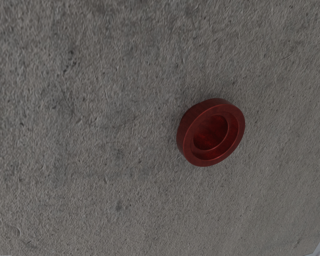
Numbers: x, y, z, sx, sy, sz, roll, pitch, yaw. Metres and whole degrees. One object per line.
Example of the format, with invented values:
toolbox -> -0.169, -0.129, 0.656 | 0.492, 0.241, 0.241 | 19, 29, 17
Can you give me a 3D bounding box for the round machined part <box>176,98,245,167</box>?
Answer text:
round machined part -> 0.066, 0.003, 0.432 | 0.099, 0.042, 0.097 | -14, 124, -21
